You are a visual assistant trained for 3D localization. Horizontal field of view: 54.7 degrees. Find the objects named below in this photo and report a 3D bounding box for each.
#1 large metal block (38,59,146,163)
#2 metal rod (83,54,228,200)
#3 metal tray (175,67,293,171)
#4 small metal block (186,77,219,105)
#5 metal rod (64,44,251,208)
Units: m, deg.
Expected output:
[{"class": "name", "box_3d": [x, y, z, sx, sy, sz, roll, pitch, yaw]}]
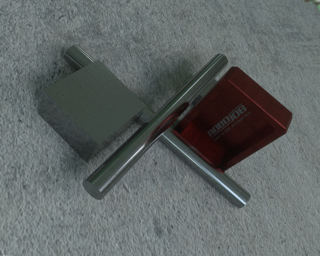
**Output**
[{"class": "large metal block", "box_3d": [-0.078, -0.021, 0.359, 0.080, 0.050, 0.080, 45, 51, 3]}, {"class": "metal rod", "box_3d": [0.015, -0.023, 0.397, 0.025, 0.025, 0.301, 43, 51, 1]}, {"class": "metal tray", "box_3d": [0.083, -0.004, 0.386, 0.090, 0.129, 0.030, 40, 51, -1]}, {"class": "small metal block", "box_3d": [0.066, -0.058, 0.478, 0.050, 0.025, 0.050, 46, 51, 3]}, {"class": "metal rod", "box_3d": [-0.003, -0.002, 0.407, 0.300, 0.025, 0.025, 41, 51, -1]}]
